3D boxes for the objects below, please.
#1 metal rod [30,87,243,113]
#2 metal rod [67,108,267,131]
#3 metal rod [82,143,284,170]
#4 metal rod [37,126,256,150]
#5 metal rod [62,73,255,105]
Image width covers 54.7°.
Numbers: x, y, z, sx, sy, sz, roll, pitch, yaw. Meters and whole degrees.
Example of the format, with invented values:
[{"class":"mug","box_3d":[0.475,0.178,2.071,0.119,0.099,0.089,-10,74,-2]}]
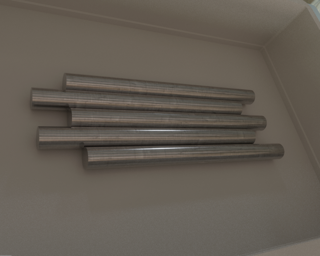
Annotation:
[{"class":"metal rod","box_3d":[-0.011,-0.032,0.419,0.303,0.025,0.025,1,62,-28]},{"class":"metal rod","box_3d":[0.029,-0.009,0.427,0.303,0.025,0.025,1,62,-28]},{"class":"metal rod","box_3d":[0.051,0.035,0.412,0.303,0.025,0.025,1,62,-28]},{"class":"metal rod","box_3d":[0.004,0.012,0.400,0.303,0.025,0.025,1,62,-28]},{"class":"metal rod","box_3d":[0.017,-0.053,0.447,0.303,0.025,0.025,1,62,-28]}]
